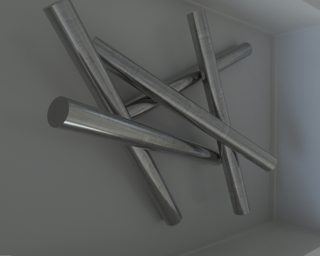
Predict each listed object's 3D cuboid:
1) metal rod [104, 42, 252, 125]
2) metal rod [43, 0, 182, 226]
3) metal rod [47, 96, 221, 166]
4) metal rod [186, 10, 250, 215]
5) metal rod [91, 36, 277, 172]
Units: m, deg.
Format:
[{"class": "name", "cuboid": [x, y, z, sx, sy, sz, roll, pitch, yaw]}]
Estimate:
[{"class": "metal rod", "cuboid": [0.042, -0.069, 0.441, 0.302, 0.025, 0.025, -32, 110, -35]}, {"class": "metal rod", "cuboid": [-0.036, 0.007, 0.346, 0.025, 0.025, 0.299, -46, 127, -30]}, {"class": "metal rod", "cuboid": [0.005, 0.017, 0.359, 0.301, 0.025, 0.025, 19, 77, -54]}, {"class": "metal rod", "cuboid": [0.087, -0.013, 0.444, 0.025, 0.025, 0.298, -25, 105, -37]}, {"class": "metal rod", "cuboid": [0.043, -0.018, 0.395, 0.301, 0.025, 0.025, 31, 70, -23]}]
